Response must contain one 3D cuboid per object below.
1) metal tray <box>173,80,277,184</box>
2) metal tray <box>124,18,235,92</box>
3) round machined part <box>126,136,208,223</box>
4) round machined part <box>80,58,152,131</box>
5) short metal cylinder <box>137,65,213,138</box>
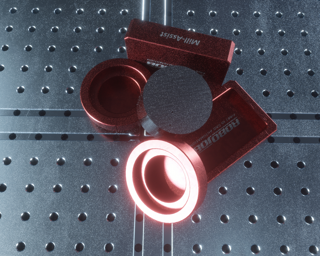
[{"bbox_3d":[0.073,0.007,0.407,0.131,0.030,0.090,-35,74,-12],"label":"metal tray"},{"bbox_3d":[0.024,-0.091,0.410,0.131,0.090,0.030,14,71,5],"label":"metal tray"},{"bbox_3d":[0.011,0.057,0.363,0.098,0.042,0.097,7,103,32],"label":"round machined part"},{"bbox_3d":[-0.053,-0.041,0.417,0.099,0.042,0.098,0,70,-1],"label":"round machined part"},{"bbox_3d":[0.016,-0.028,0.369,0.081,0.050,0.080,2,79,-12],"label":"short metal cylinder"}]
